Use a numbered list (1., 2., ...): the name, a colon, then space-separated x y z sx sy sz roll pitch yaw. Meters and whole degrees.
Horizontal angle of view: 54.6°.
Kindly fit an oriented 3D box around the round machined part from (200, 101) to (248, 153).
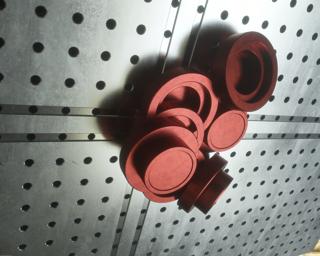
1. round machined part: 0.085 -0.005 0.442 0.099 0.042 0.097 -14 124 -21

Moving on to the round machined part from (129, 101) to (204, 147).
1. round machined part: 0.005 0.008 0.407 0.099 0.042 0.097 -14 124 -21

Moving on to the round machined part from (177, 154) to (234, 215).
1. round machined part: 0.072 0.089 0.462 0.098 0.042 0.098 -46 162 -19

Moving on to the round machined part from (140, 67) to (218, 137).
1. round machined part: 0.021 -0.031 0.392 0.099 0.042 0.097 -14 124 -21

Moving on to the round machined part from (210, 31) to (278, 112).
1. round machined part: 0.103 -0.071 0.397 0.099 0.042 0.097 -6 101 -34

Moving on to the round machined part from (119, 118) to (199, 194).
1. round machined part: 0.005 0.040 0.372 0.099 0.042 0.097 -14 124 -21

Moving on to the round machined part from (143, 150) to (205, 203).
1. round machined part: 0.011 0.055 0.439 0.099 0.042 0.097 -14 124 -21
